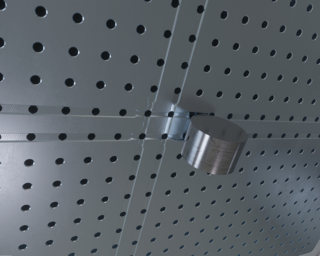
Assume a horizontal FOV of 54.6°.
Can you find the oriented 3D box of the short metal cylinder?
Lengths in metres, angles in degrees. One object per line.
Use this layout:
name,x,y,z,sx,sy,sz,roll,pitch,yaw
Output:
short metal cylinder,0.074,0.021,0.428,0.081,0.080,0.050,1,118,-29
